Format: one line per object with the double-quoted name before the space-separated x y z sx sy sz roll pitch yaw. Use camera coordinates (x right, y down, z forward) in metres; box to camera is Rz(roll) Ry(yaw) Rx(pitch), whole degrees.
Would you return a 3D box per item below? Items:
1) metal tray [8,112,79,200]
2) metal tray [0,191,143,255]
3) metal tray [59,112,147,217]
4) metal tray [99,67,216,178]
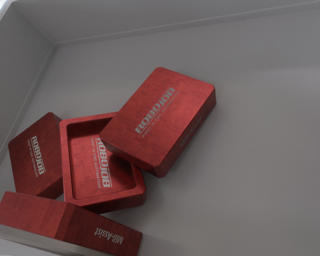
"metal tray" -0.176 0.047 0.466 0.090 0.030 0.130 -36 51 4
"metal tray" -0.088 0.104 0.321 0.090 0.130 0.030 1 63 29
"metal tray" -0.075 0.041 0.391 0.091 0.030 0.130 -9 52 -12
"metal tray" 0.000 -0.013 0.386 0.090 0.030 0.130 25 64 27
